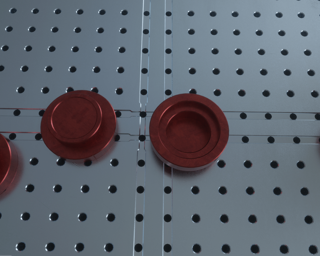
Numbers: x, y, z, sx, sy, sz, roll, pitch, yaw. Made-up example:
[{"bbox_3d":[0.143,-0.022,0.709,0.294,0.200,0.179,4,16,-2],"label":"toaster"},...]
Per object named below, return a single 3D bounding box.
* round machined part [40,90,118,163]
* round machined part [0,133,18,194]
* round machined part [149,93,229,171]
[{"bbox_3d":[-0.106,-0.006,0.404,0.099,0.042,0.098,0,70,-1],"label":"round machined part"},{"bbox_3d":[-0.235,0.043,0.384,0.099,0.042,0.098,0,70,-1],"label":"round machined part"},{"bbox_3d":[0.036,0.008,0.400,0.099,0.042,0.098,0,70,-1],"label":"round machined part"}]
